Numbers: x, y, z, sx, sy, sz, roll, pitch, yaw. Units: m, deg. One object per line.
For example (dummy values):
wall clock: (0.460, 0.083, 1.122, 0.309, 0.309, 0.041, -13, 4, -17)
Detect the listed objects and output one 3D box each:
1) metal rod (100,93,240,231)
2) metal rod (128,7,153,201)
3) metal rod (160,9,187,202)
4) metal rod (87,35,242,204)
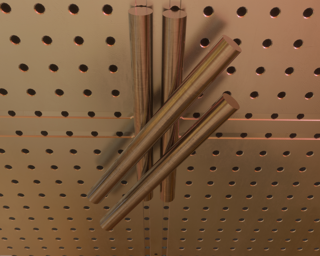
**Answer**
metal rod: (-0.003, 0.064, 0.432, 0.025, 0.025, 0.299, 28, 125, -22)
metal rod: (-0.022, -0.004, 0.408, 0.025, 0.025, 0.298, 0, 130, -1)
metal rod: (0.013, -0.002, 0.410, 0.025, 0.025, 0.298, 0, 130, -1)
metal rod: (-0.013, 0.009, 0.387, 0.025, 0.025, 0.299, 28, 125, -22)
